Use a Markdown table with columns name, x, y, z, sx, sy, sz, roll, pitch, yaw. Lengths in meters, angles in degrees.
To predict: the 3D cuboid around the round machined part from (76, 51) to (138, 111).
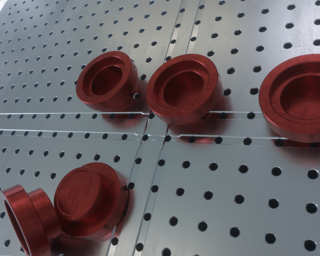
| name | x | y | z | sx | sy | sz | roll | pitch | yaw |
| --- | --- | --- | --- | --- | --- | --- | --- | --- | --- |
| round machined part | -0.077 | -0.068 | 0.481 | 0.098 | 0.042 | 0.098 | -13 | 56 | 21 |

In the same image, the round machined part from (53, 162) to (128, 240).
| name | x | y | z | sx | sy | sz | roll | pitch | yaw |
| --- | --- | --- | --- | --- | --- | --- | --- | --- | --- |
| round machined part | -0.094 | 0.088 | 0.394 | 0.098 | 0.042 | 0.098 | -13 | 56 | 21 |

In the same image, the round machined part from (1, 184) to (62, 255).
| name | x | y | z | sx | sy | sz | roll | pitch | yaw |
| --- | --- | --- | --- | --- | --- | --- | --- | --- | --- |
| round machined part | -0.157 | 0.114 | 0.388 | 0.042 | 0.097 | 0.098 | -23 | 42 | -34 |

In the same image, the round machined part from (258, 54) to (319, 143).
| name | x | y | z | sx | sy | sz | roll | pitch | yaw |
| --- | --- | --- | --- | --- | --- | --- | --- | --- | --- |
| round machined part | 0.159 | -0.028 | 0.331 | 0.098 | 0.042 | 0.098 | -13 | 56 | 21 |

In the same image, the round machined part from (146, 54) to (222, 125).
| name | x | y | z | sx | sy | sz | roll | pitch | yaw |
| --- | --- | --- | --- | --- | --- | --- | --- | --- | --- |
| round machined part | 0.034 | -0.046 | 0.409 | 0.098 | 0.042 | 0.098 | -13 | 56 | 21 |
